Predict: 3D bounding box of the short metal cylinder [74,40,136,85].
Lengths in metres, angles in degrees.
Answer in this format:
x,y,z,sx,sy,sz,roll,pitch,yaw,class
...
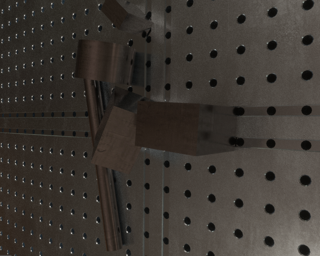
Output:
x,y,z,sx,sy,sz,roll,pitch,yaw,class
-0.076,-0.090,0.434,0.080,0.081,0.050,14,99,39,short metal cylinder

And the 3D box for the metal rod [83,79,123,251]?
x,y,z,sx,sy,sz,roll,pitch,yaw,class
-0.091,0.034,0.481,0.025,0.025,0.298,-15,80,38,metal rod

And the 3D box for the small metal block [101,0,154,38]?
x,y,z,sx,sy,sz,roll,pitch,yaw,class
-0.045,-0.154,0.428,0.050,0.050,0.025,51,120,27,small metal block

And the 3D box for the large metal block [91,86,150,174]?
x,y,z,sx,sy,sz,roll,pitch,yaw,class
-0.050,0.000,0.407,0.080,0.050,0.079,-106,38,-65,large metal block

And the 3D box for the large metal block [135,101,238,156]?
x,y,z,sx,sy,sz,roll,pitch,yaw,class
0.030,-0.002,0.347,0.080,0.081,0.050,6,94,39,large metal block
